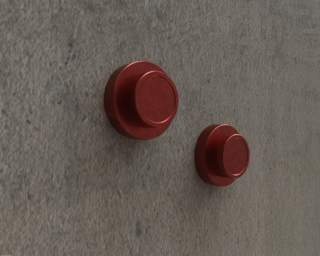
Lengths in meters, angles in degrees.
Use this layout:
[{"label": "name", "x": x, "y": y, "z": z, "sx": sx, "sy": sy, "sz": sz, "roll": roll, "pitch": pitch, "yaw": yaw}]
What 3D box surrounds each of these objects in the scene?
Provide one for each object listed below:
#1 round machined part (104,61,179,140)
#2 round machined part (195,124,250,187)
[{"label": "round machined part", "x": -0.016, "y": -0.034, "z": 0.382, "sx": 0.099, "sy": 0.042, "sz": 0.097, "roll": 0, "pitch": 90, "yaw": -40}, {"label": "round machined part", "x": 0.103, "y": 0.043, "z": 0.483, "sx": 0.099, "sy": 0.042, "sz": 0.097, "roll": 0, "pitch": 90, "yaw": -40}]
